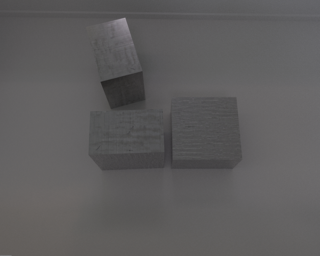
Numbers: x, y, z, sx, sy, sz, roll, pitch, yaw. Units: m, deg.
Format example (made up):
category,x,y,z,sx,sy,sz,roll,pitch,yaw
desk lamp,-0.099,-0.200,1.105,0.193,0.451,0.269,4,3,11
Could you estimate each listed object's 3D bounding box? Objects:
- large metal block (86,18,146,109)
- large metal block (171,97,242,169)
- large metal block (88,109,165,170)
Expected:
category,x,y,z,sx,sy,sz,roll,pitch,yaw
large metal block,-0.056,-0.082,0.410,0.050,0.080,0.080,-16,71,-6
large metal block,0.055,0.007,0.394,0.081,0.050,0.080,0,70,0
large metal block,-0.036,0.017,0.374,0.081,0.080,0.050,-2,70,-1
